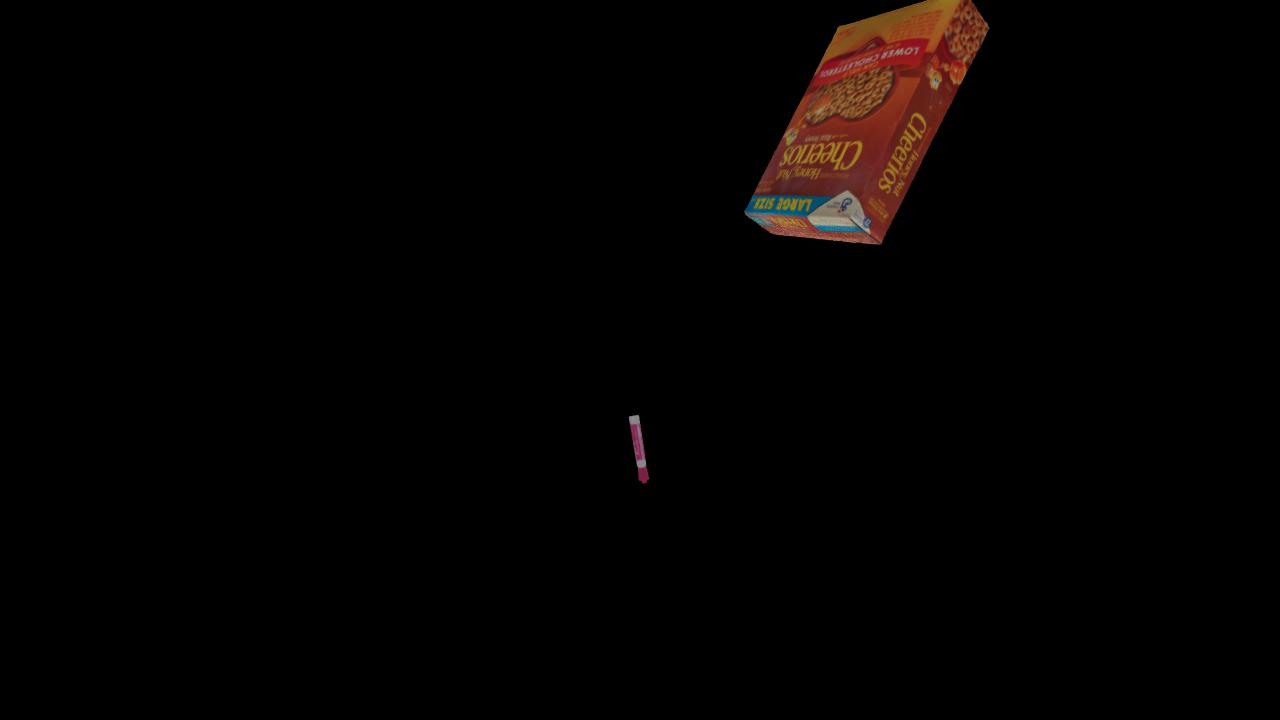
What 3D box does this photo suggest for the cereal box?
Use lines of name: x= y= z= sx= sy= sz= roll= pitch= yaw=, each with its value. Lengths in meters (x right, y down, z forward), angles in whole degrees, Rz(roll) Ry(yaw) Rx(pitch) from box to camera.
cereal box: x=0.287 y=-0.307 z=0.814 sx=0.081 sy=0.306 sz=0.203 roll=28 pitch=0 yaw=-32

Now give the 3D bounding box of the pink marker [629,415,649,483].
pink marker: x=-0.002 y=0.159 z=1.094 sx=0.020 sy=0.121 sz=0.020 roll=-9 pitch=-4 yaw=-1
